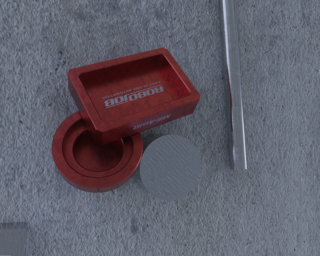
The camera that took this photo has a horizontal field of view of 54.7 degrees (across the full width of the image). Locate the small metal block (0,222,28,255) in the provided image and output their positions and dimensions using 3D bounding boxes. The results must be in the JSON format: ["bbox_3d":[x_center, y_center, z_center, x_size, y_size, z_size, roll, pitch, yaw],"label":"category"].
[{"bbox_3d":[-0.177,0.134,0.344,0.050,0.025,0.050,5,88,-20],"label":"small metal block"}]

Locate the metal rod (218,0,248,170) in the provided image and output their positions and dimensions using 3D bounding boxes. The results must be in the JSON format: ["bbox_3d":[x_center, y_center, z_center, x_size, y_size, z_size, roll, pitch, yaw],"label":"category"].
[{"bbox_3d":[0.103,-0.090,0.447,0.025,0.025,0.298,-5,92,-20],"label":"metal rod"}]

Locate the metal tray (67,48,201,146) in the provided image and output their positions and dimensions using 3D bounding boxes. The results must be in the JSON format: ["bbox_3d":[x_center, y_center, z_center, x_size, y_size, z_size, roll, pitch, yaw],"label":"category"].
[{"bbox_3d":[-0.030,-0.042,0.365,0.131,0.030,0.090,-20,64,-25],"label":"metal tray"}]

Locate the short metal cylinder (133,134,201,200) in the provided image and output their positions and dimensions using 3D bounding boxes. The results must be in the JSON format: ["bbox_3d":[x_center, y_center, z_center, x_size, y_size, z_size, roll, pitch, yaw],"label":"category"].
[{"bbox_3d":[0.006,0.047,0.398,0.081,0.050,0.080,0,90,-20],"label":"short metal cylinder"}]

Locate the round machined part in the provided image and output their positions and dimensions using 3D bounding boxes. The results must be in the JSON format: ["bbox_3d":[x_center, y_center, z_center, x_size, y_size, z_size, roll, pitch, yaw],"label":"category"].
[{"bbox_3d":[-0.071,0.028,0.360,0.099,0.042,0.098,4,63,-8],"label":"round machined part"}]
